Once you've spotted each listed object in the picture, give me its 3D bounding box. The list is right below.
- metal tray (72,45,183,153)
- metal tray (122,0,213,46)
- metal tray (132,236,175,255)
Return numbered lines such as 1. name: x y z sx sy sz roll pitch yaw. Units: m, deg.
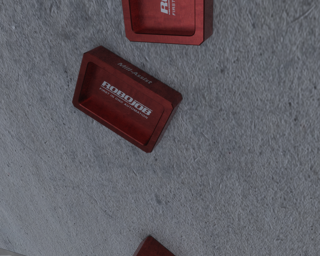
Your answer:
1. metal tray: -0.047 -0.036 0.405 0.130 0.030 0.089 32 129 7
2. metal tray: 0.005 -0.152 0.306 0.090 0.030 0.129 10 123 23
3. metal tray: 0.005 0.260 0.522 0.130 0.090 0.030 39 129 1
